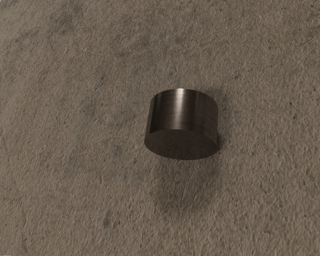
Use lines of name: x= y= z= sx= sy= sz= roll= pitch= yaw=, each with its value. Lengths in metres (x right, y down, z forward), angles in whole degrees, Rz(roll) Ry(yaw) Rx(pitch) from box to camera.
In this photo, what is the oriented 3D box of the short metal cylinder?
short metal cylinder: x=0.025 y=-0.002 z=0.355 sx=0.080 sy=0.080 sz=0.050 roll=-6 pitch=59 yaw=24
